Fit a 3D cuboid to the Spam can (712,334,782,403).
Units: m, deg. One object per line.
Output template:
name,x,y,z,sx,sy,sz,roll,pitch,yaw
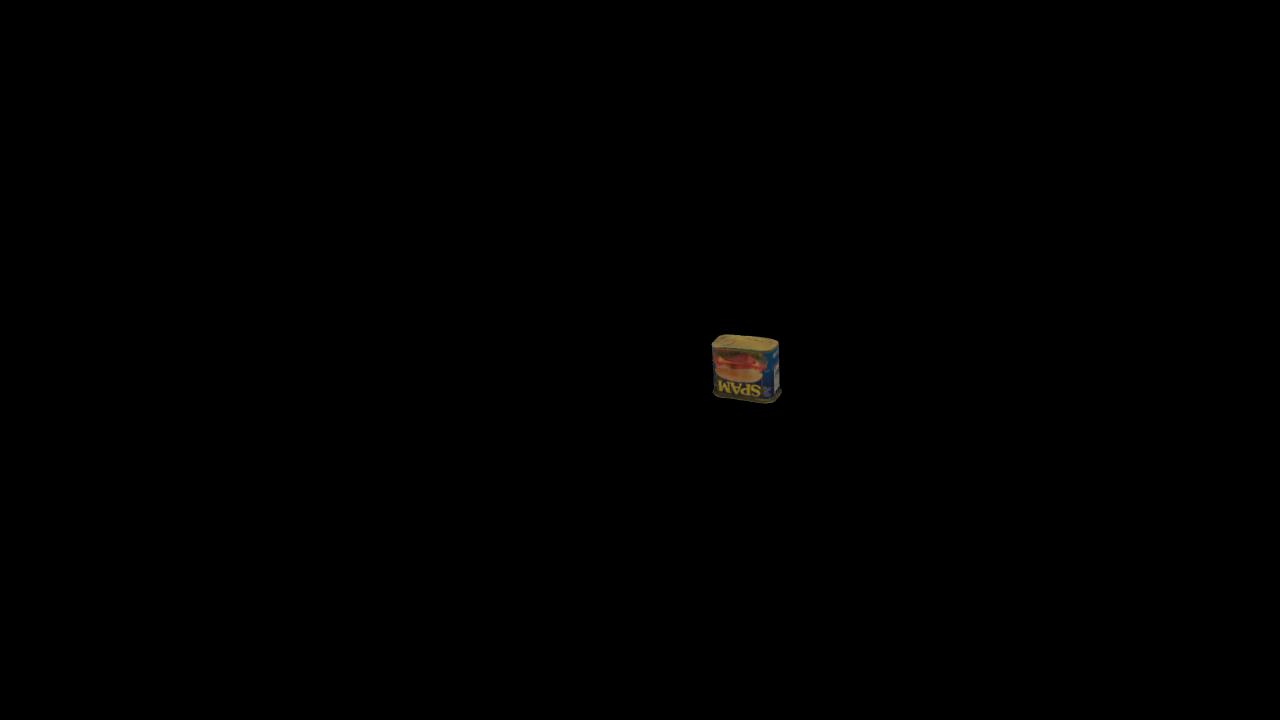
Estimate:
Spam can,0.160,0.011,0.926,0.101,0.085,0.058,7,26,28
